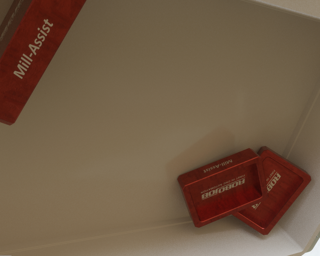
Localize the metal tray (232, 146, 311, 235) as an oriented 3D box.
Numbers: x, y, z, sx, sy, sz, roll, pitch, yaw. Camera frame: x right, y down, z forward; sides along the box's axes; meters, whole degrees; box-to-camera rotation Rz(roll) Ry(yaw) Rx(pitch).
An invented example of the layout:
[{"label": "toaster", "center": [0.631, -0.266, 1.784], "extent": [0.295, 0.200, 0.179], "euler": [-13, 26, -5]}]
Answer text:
[{"label": "metal tray", "center": [0.181, 0.108, 0.537], "extent": [0.090, 0.030, 0.129], "euler": [33, 103, 4]}]

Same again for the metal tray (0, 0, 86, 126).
[{"label": "metal tray", "center": [-0.110, -0.078, 0.257], "extent": [0.030, 0.090, 0.129], "euler": [26, 104, -37]}]

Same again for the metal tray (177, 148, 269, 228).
[{"label": "metal tray", "center": [0.103, 0.097, 0.497], "extent": [0.131, 0.030, 0.090], "euler": [-21, 117, -5]}]
